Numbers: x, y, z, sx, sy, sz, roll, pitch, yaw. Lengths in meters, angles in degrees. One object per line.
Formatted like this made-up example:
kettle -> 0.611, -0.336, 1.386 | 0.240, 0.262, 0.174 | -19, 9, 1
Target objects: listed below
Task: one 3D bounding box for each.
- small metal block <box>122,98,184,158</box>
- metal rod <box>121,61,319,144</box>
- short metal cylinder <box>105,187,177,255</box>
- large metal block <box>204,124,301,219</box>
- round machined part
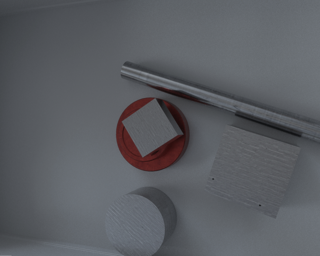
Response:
small metal block -> -0.009, 0.000, 0.368 | 0.050, 0.025, 0.050 | -34, 80, 16
metal rod -> 0.087, -0.030, 0.379 | 0.301, 0.025, 0.025 | 21, 97, 18
short metal cylinder -> -0.024, 0.121, 0.405 | 0.080, 0.050, 0.079 | 0, 90, 19
large metal block -> 0.106, 0.046, 0.360 | 0.080, 0.050, 0.080 | 19, 96, 18
round machined part -> -0.014, 0.009, 0.406 | 0.098, 0.042, 0.097 | 0, 90, 19
